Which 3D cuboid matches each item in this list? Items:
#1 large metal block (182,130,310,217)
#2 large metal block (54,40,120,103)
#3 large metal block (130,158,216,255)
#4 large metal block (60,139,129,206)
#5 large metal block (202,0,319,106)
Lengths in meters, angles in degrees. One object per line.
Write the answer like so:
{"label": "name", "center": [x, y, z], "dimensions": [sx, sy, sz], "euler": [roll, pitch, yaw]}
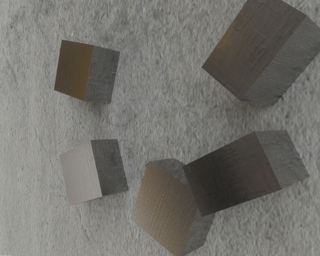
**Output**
{"label": "large metal block", "center": [0.083, 0.042, 0.299], "dimensions": [0.080, 0.081, 0.050], "euler": [-32, 70, 35]}
{"label": "large metal block", "center": [-0.114, -0.088, 0.480], "dimensions": [0.080, 0.050, 0.079], "euler": [20, 103, 38]}
{"label": "large metal block", "center": [0.020, 0.091, 0.371], "dimensions": [0.080, 0.050, 0.079], "euler": [28, 107, 36]}
{"label": "large metal block", "center": [-0.101, 0.067, 0.469], "dimensions": [0.080, 0.050, 0.080], "euler": [-24, 75, 37]}
{"label": "large metal block", "center": [0.099, -0.069, 0.287], "dimensions": [0.050, 0.081, 0.080], "euler": [49, 119, 29]}
